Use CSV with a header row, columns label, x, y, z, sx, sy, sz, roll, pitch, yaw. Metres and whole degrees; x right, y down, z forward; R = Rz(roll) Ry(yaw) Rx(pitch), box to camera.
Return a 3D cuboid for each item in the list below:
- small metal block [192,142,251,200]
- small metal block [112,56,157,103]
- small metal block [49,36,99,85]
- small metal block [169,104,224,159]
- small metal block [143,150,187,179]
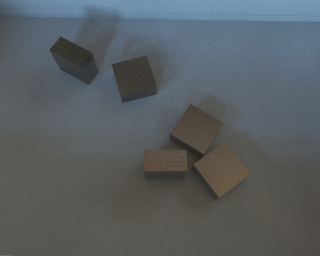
label,x,y,z,sx,sy,sz,roll,pitch,yaw
small metal block,0.076,0.054,0.391,0.050,0.025,0.050,-34,74,-12
small metal block,-0.036,-0.068,0.434,0.050,0.025,0.050,-15,71,-6
small metal block,-0.117,-0.092,0.429,0.050,0.050,0.025,29,73,9
small metal block,0.048,0.005,0.409,0.050,0.025,0.050,32,73,10
small metal block,0.006,0.046,0.380,0.050,0.050,0.025,0,70,-1
